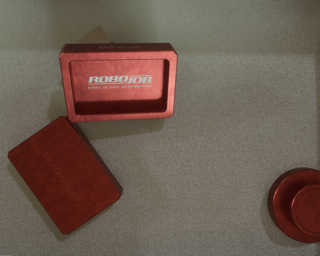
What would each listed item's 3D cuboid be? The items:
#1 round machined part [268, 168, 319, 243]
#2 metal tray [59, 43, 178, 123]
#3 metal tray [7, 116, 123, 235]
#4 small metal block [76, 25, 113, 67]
[{"bbox_3d":[0.197,0.103,0.406,0.099,0.042,0.097,0,90,-1],"label":"round machined part"},{"bbox_3d":[-0.048,-0.055,0.377,0.131,0.030,0.089,-3,124,-9],"label":"metal tray"},{"bbox_3d":[-0.122,0.060,0.407,0.090,0.030,0.130,-35,90,-1],"label":"metal tray"},{"bbox_3d":[-0.085,-0.100,0.398,0.050,0.050,0.025,-37,90,0],"label":"small metal block"}]
